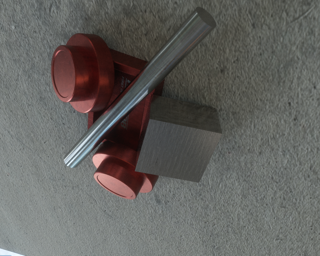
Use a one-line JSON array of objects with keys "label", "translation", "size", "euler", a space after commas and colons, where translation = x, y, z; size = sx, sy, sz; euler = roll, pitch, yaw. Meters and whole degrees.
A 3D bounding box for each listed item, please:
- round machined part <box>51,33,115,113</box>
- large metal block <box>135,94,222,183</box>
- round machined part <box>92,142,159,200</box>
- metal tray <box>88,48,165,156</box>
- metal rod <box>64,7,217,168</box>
[{"label": "round machined part", "translation": [-0.101, -0.067, 0.383], "size": [0.098, 0.042, 0.097], "euler": [12, 106, 47]}, {"label": "large metal block", "translation": [0.019, 0.014, 0.372], "size": [0.081, 0.050, 0.079], "euler": [12, 127, -8]}, {"label": "round machined part", "translation": [-0.055, 0.067, 0.445], "size": [0.098, 0.042, 0.098], "euler": [20, 148, 14]}, {"label": "metal tray", "translation": [-0.049, -0.030, 0.412], "size": [0.090, 0.030, 0.129], "euler": [22, 127, 14]}, {"label": "metal rod", "translation": [-0.046, -0.026, 0.378], "size": [0.025, 0.025, 0.299], "euler": [46, 129, -4]}]
